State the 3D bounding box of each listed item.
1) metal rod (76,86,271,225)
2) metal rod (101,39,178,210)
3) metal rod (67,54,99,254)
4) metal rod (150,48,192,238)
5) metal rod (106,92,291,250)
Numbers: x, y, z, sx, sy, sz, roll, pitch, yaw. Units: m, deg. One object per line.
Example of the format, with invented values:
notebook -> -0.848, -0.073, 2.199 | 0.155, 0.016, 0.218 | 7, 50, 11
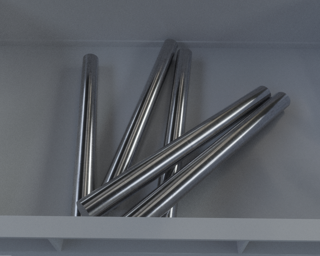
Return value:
metal rod -> 0.040, 0.014, 0.365 | 0.302, 0.025, 0.025 | -30, 56, -33
metal rod -> -0.020, -0.029, 0.428 | 0.025, 0.025, 0.300 | 12, 51, 9
metal rod -> -0.094, 0.005, 0.399 | 0.025, 0.025, 0.300 | -5, 50, -4
metal rod -> 0.021, -0.007, 0.410 | 0.025, 0.025, 0.300 | 6, 50, 5
metal rod -> 0.067, 0.029, 0.358 | 0.302, 0.025, 0.025 | -33, 57, -33
